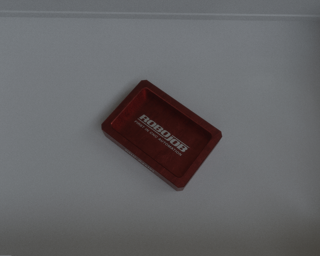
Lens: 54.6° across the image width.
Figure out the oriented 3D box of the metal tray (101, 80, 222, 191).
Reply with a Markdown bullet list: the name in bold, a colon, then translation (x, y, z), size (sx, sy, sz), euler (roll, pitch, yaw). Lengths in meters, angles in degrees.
- **metal tray**: translation (0.002, 0.008, 0.404), size (0.130, 0.030, 0.090), euler (36, 74, 12)
